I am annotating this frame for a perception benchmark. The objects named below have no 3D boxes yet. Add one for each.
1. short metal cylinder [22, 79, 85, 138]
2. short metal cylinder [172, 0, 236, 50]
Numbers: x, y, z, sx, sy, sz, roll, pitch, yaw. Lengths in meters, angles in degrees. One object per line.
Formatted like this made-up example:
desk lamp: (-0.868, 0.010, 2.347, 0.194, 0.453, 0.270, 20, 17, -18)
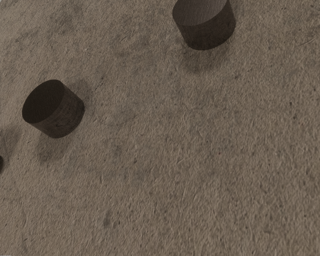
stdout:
short metal cylinder: (-0.169, -0.030, 0.492, 0.080, 0.050, 0.080, -13, 56, 20)
short metal cylinder: (0.065, -0.161, 0.452, 0.080, 0.050, 0.080, -13, 56, 20)
